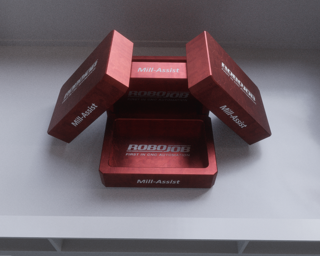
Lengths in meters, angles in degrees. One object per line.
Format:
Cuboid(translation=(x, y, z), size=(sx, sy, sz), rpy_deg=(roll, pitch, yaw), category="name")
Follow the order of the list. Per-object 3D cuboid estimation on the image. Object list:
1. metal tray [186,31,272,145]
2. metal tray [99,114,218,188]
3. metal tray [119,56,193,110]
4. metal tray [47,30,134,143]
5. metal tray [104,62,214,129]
Cuboid(translation=(0.085, -0.047, 0.383), size=(0.030, 0.130, 0.090), rpy_deg=(-30, 41, 32), category="metal tray")
Cuboid(translation=(-0.002, 0.026, 0.376), size=(0.131, 0.030, 0.090), rpy_deg=(1, 50, -1), category="metal tray")
Cuboid(translation=(0.002, -0.066, 0.455), size=(0.131, 0.030, 0.090), rpy_deg=(0, 50, -1), category="metal tray")
Cuboid(translation=(-0.087, -0.049, 0.384), size=(0.030, 0.130, 0.090), rpy_deg=(31, 41, -30), category="metal tray")
Cuboid(translation=(-0.002, -0.039, 0.393), size=(0.131, 0.089, 0.030), rpy_deg=(1, 50, 0), category="metal tray")
